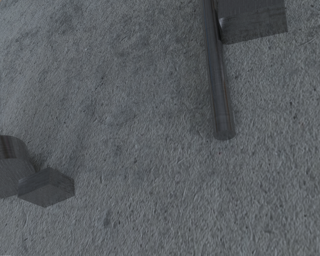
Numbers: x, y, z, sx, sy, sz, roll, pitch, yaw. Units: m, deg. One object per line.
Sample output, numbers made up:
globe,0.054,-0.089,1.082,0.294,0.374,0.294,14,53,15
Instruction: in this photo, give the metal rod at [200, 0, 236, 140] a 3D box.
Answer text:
metal rod,0.075,-0.119,0.436,0.025,0.025,0.299,-13,56,21

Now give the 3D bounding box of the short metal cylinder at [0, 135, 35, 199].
short metal cylinder,-0.230,0.057,0.452,0.080,0.080,0.050,-39,51,1

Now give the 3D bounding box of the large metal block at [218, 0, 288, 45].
large metal block,0.127,-0.169,0.425,0.080,0.050,0.080,-7,59,24

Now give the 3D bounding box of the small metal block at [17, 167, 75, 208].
small metal block,-0.151,0.081,0.416,0.050,0.050,0.025,-24,54,13
